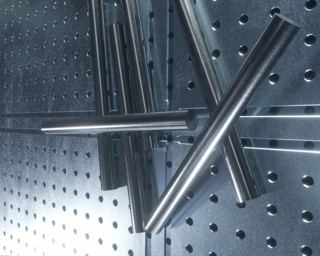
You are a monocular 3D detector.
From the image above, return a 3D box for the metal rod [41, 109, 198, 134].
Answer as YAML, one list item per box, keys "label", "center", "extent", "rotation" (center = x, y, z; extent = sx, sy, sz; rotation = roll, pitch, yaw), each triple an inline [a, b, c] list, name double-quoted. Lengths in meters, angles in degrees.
- label: "metal rod"
  center: [-0.079, -0.005, 0.442]
  extent: [0.300, 0.025, 0.025]
  rotation: [-2, 89, 40]

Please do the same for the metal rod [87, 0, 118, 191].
- label: "metal rod"
  center: [-0.090, -0.054, 0.485]
  extent: [0.025, 0.025, 0.299]
  rotation: [-9, 85, 40]

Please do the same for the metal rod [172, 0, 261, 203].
- label: "metal rod"
  center: [0.055, -0.064, 0.364]
  extent: [0.025, 0.025, 0.299]
  rotation: [-26, 74, 37]

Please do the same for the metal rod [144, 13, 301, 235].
- label: "metal rod"
  center: [0.049, 0.021, 0.339]
  extent: [0.025, 0.025, 0.298]
  rotation: [48, 128, 29]

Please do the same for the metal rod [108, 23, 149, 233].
- label: "metal rod"
  center: [-0.045, -0.004, 0.448]
  extent: [0.025, 0.025, 0.299]
  rotation: [-13, 82, 39]

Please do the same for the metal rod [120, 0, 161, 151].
- label: "metal rod"
  center: [-0.034, -0.117, 0.438]
  extent: [0.025, 0.025, 0.299]
  rotation: [-15, 80, 39]
